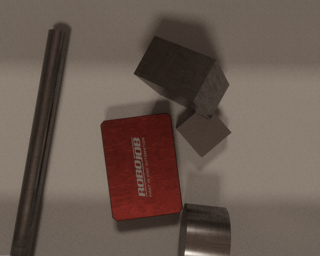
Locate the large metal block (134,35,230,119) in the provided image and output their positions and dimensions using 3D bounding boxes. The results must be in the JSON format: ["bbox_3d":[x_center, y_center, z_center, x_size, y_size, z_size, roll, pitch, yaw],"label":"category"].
[{"bbox_3d":[0.029,-0.058,0.371,0.080,0.080,0.050,29,90,25],"label":"large metal block"}]

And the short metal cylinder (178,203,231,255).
[{"bbox_3d":[0.053,0.137,0.385,0.050,0.080,0.079,7,90,0],"label":"short metal cylinder"}]

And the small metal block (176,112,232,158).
[{"bbox_3d":[0.057,0.003,0.412,0.050,0.025,0.050,-41,91,0],"label":"small metal block"}]

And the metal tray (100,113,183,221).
[{"bbox_3d":[-0.023,0.050,0.409,0.091,0.030,0.129,-7,90,-1],"label":"metal tray"}]

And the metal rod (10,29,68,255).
[{"bbox_3d":[-0.159,0.021,0.409,0.025,0.025,0.298,10,90,-1],"label":"metal rod"}]
